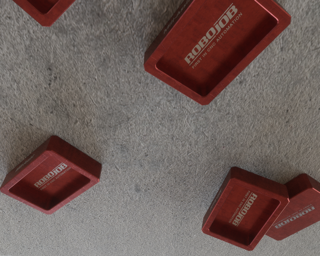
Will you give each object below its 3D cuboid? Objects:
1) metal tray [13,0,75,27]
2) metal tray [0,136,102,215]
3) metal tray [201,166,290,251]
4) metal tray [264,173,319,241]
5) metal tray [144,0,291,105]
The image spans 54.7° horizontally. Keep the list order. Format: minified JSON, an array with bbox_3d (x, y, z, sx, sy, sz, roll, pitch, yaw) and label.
[{"bbox_3d":[-0.091,-0.163,0.264,0.130,0.030,0.090,-34,123,25],"label":"metal tray"},{"bbox_3d":[-0.163,0.075,0.466,0.130,0.030,0.090,-35,122,26],"label":"metal tray"},{"bbox_3d":[0.131,0.131,0.491,0.090,0.030,0.129,21,122,3],"label":"metal tray"},{"bbox_3d":[0.220,0.138,0.523,0.090,0.030,0.129,31,124,-24],"label":"metal tray"},{"bbox_3d":[0.055,-0.093,0.324,0.090,0.030,0.129,29,124,-23],"label":"metal tray"}]
